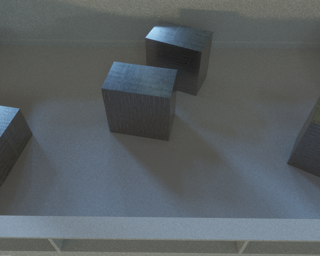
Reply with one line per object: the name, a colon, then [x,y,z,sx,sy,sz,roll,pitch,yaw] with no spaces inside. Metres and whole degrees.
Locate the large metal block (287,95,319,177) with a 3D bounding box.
large metal block: [0.205,0.018,0.356,0.080,0.080,0.050,24,54,18]

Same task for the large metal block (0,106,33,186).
large metal block: [-0.217,0.016,0.373,0.080,0.050,0.080,9,51,7]

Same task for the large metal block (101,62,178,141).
large metal block: [-0.023,-0.033,0.397,0.080,0.080,0.050,9,51,7]

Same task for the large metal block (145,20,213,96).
large metal block: [0.027,-0.103,0.456,0.080,0.080,0.050,18,53,15]
